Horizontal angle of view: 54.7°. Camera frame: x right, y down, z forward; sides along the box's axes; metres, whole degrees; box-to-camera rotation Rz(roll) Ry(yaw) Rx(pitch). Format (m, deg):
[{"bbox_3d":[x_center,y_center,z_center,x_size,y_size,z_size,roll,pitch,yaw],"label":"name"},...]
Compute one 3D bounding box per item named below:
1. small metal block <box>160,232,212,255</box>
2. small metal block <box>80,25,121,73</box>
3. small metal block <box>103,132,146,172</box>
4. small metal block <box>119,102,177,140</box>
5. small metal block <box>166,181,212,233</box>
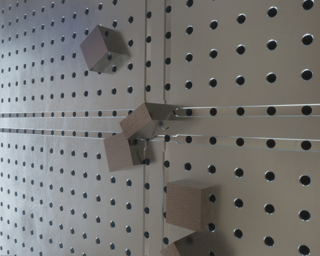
[{"bbox_3d":[0.035,0.155,0.363,0.025,0.050,0.050,-45,63,30],"label":"small metal block"},{"bbox_3d":[-0.095,-0.123,0.485,0.050,0.025,0.050,-36,68,34],"label":"small metal block"},{"bbox_3d":[-0.052,0.034,0.450,0.050,0.025,0.050,-20,77,38],"label":"small metal block"},{"bbox_3d":[-0.015,-0.008,0.404,0.050,0.050,0.025,-36,68,34],"label":"small metal block"},{"bbox_3d":[0.035,0.094,0.379,0.050,0.025,0.050,3,92,39],"label":"small metal block"}]
